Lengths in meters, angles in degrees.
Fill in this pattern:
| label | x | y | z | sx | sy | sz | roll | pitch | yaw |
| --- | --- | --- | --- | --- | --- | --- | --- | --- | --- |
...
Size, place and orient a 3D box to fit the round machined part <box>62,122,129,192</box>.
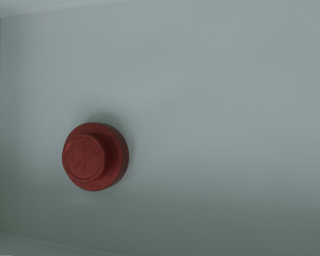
| label | x | y | z | sx | sy | sz | roll | pitch | yaw |
| --- | --- | --- | --- | --- | --- | --- | --- | --- | --- |
| round machined part | -0.097 | 0.041 | 0.436 | 0.098 | 0.042 | 0.097 | 0 | 90 | 20 |
